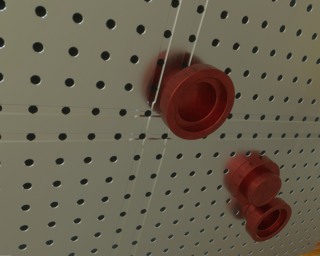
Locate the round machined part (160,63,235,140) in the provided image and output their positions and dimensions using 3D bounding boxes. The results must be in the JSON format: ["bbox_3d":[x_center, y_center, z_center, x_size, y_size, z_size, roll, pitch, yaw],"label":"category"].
[{"bbox_3d":[0.044,-0.037,0.401,0.099,0.042,0.097,-14,124,-21],"label":"round machined part"}]

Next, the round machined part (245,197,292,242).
[{"bbox_3d":[0.212,0.178,0.624,0.099,0.042,0.097,-14,124,-21],"label":"round machined part"}]

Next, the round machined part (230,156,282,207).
[{"bbox_3d":[0.179,0.102,0.560,0.099,0.042,0.097,-14,124,-21],"label":"round machined part"}]
